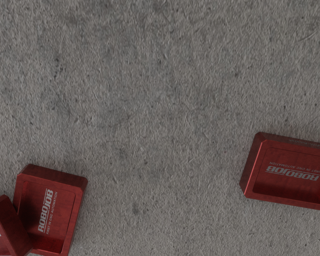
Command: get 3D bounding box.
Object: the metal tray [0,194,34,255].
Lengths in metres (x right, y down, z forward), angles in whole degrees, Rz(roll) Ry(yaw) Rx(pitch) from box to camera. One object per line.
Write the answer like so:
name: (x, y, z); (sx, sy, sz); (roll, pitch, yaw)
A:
metal tray: (-0.254, 0.153, 0.438); (0.130, 0.030, 0.090); (-19, 99, 19)

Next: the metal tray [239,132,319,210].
metal tray: (0.187, 0.062, 0.431); (0.131, 0.030, 0.089); (10, 110, -4)

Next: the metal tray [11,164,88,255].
metal tray: (-0.165, 0.124, 0.451); (0.091, 0.030, 0.129); (16, 109, -6)
